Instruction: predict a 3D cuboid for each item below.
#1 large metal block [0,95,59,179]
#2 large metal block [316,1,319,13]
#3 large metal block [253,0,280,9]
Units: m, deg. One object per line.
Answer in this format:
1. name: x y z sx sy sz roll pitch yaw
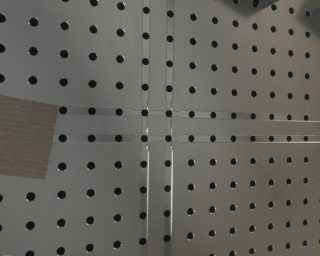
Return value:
1. large metal block: -0.161 0.008 0.340 0.081 0.050 0.080 11 87 -20
2. large metal block: 0.323 -0.215 0.517 0.080 0.050 0.080 31 80 -18
3. large metal block: 0.155 -0.240 0.456 0.080 0.050 0.080 28 81 -18
